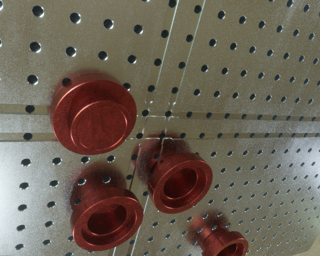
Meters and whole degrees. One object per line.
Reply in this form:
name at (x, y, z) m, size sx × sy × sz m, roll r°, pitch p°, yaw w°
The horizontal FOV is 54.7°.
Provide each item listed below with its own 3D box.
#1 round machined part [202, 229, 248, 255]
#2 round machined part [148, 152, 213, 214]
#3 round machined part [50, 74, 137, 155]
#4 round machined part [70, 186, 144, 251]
round machined part at (0.125, 0.243, 0.622) m, size 0.099 × 0.042 × 0.097 m, roll -14°, pitch 125°, yaw -21°
round machined part at (0.026, 0.077, 0.464) m, size 0.099 × 0.042 × 0.097 m, roll -14°, pitch 125°, yaw -21°
round machined part at (-0.072, -0.009, 0.356) m, size 0.099 × 0.042 × 0.097 m, roll -14°, pitch 125°, yaw -21°
round machined part at (-0.076, 0.122, 0.435) m, size 0.099 × 0.042 × 0.097 m, roll -14°, pitch 125°, yaw -21°
